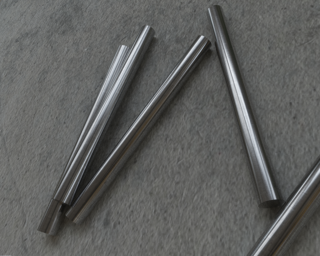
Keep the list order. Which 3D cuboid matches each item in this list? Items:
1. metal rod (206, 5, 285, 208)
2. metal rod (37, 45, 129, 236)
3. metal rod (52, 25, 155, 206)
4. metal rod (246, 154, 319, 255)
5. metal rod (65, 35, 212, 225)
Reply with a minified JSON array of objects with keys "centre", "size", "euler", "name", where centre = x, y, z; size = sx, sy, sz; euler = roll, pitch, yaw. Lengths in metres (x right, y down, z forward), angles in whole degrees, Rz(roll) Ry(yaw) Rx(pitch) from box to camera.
[{"centre":[0.095,-0.050,0.383],"size":[0.025,0.025,0.299],"euler":[-18,55,17],"name":"metal rod"},{"centre":[-0.101,0.003,0.452],"size":[0.025,0.025,0.300],"euler":[5,64,30],"name":"metal rod"},{"centre":[-0.071,-0.033,0.448],"size":[0.025,0.025,0.300],"euler":[7,61,31],"name":"metal rod"},{"centre":[0.150,0.050,0.293],"size":[0.025,0.025,0.300],"euler":[33,80,38],"name":"metal rod"},{"centre":[-0.022,-0.005,0.417],"size":[0.025,0.025,0.300],"euler":[27,76,37],"name":"metal rod"}]
